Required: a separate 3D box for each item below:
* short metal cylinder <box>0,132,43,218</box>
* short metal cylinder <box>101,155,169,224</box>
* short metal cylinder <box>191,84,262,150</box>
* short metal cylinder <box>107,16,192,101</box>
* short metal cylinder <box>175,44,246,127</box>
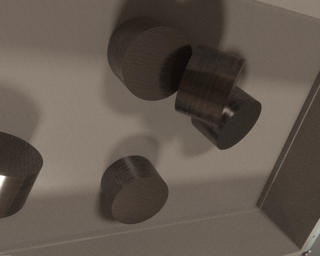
[{"bbox_3d":[-0.167,0.044,0.310,0.081,0.080,0.050,18,109,-36],"label":"short metal cylinder"},{"bbox_3d":[-0.035,0.085,0.427,0.081,0.050,0.079,-14,124,-21],"label":"short metal cylinder"},{"bbox_3d":[0.089,-0.017,0.419,0.081,0.050,0.080,-29,145,-23],"label":"short metal cylinder"},{"bbox_3d":[-0.012,-0.076,0.340,0.081,0.050,0.079,-14,124,-21],"label":"short metal cylinder"},{"bbox_3d":[0.056,-0.047,0.346,0.080,0.050,0.080,21,91,-78],"label":"short metal cylinder"}]
